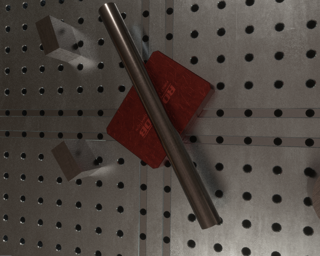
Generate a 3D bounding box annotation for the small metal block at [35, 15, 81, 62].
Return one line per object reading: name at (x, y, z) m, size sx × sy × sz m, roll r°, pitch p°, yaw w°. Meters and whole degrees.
small metal block at (-0.147, -0.128, 0.449) m, size 0.025 × 0.050 × 0.050 m, roll -21°, pitch 83°, yaw 18°

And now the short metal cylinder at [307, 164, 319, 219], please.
short metal cylinder at (0.203, 0.071, 0.328) m, size 0.080 × 0.050 × 0.079 m, roll 0°, pitch 90°, yaw 19°

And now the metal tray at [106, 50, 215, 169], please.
metal tray at (-0.001, -0.023, 0.409) m, size 0.090 × 0.030 × 0.129 m, roll 36°, pitch 101°, yaw 16°

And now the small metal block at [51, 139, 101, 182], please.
small metal block at (-0.118, 0.044, 0.439) m, size 0.025 × 0.050 × 0.050 m, roll -36°, pitch 79°, yaw 16°

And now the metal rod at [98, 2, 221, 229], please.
metal rod at (-0.004, -0.022, 0.380) m, size 0.025 × 0.025 × 0.299 m, roll -28°, pitch 81°, yaw 17°
